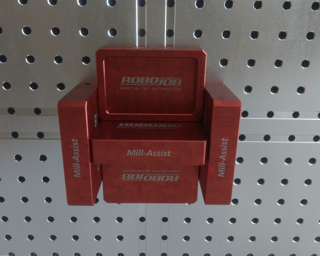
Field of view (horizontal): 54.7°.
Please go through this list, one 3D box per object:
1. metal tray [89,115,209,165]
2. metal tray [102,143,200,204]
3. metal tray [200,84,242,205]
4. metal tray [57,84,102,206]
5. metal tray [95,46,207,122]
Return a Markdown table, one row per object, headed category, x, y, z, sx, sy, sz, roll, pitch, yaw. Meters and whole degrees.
| category | x | y | z | sx | sy | sz | roll | pitch | yaw |
| --- | --- | --- | --- | --- | --- | --- | --- | --- | --- |
| metal tray | -0.012 | 0.012 | 0.381 | 0.131 | 0.090 | 0.030 | 1 | 110 | -1 |
| metal tray | -0.013 | 0.059 | 0.431 | 0.131 | 0.030 | 0.089 | 1 | 110 | -1 |
| metal tray | 0.069 | 0.018 | 0.386 | 0.030 | 0.090 | 0.129 | 1 | 110 | -1 |
| metal tray | -0.093 | 0.018 | 0.383 | 0.030 | 0.090 | 0.129 | 1 | 110 | -1 |
| metal tray | -0.011 | -0.055 | 0.390 | 0.131 | 0.030 | 0.089 | 1 | 110 | -1 |
